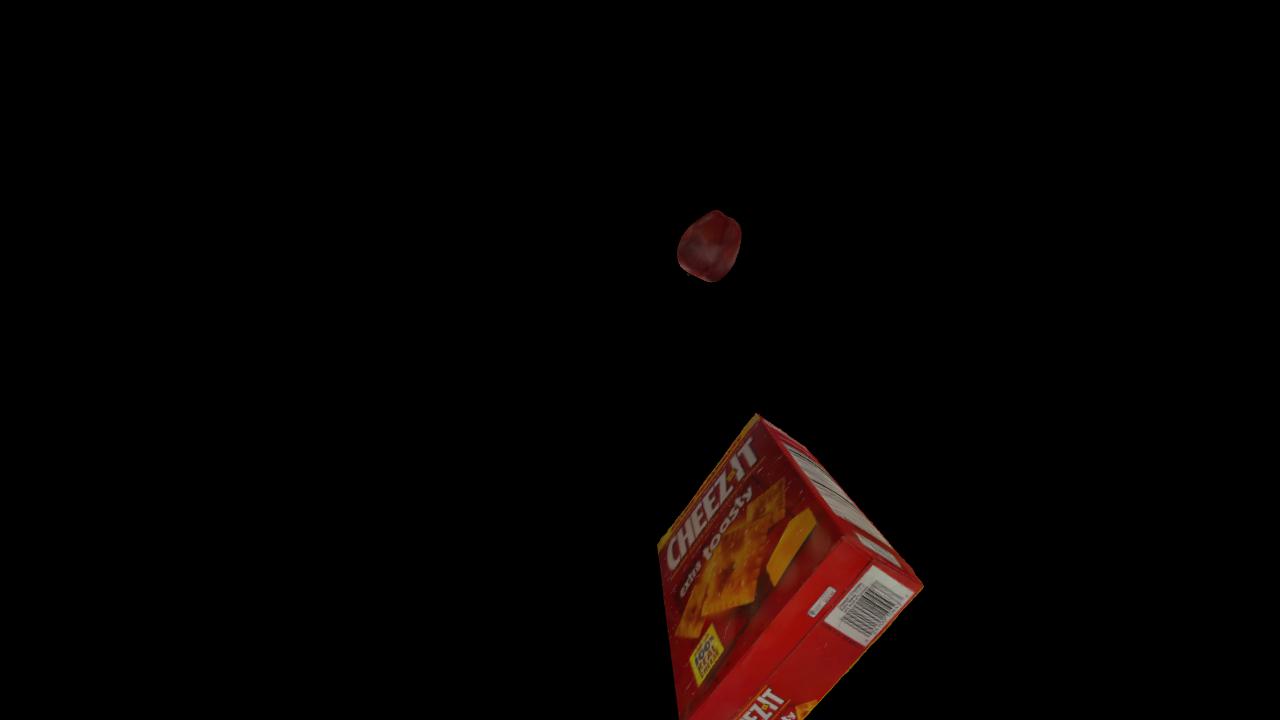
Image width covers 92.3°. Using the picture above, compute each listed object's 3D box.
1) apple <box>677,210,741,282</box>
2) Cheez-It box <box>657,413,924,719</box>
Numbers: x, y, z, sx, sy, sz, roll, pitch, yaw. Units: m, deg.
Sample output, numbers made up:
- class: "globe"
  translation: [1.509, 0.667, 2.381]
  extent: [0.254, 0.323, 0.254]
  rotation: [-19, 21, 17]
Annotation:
- class: "apple"
  translation: [0.090, -0.148, 0.807]
  extent: [0.079, 0.093, 0.079]
  rotation: [28, 19, -11]
- class: "Cheez-It box"
  translation: [0.091, 0.155, 0.476]
  extent: [0.071, 0.166, 0.223]
  rotation: [34, 10, -10]
